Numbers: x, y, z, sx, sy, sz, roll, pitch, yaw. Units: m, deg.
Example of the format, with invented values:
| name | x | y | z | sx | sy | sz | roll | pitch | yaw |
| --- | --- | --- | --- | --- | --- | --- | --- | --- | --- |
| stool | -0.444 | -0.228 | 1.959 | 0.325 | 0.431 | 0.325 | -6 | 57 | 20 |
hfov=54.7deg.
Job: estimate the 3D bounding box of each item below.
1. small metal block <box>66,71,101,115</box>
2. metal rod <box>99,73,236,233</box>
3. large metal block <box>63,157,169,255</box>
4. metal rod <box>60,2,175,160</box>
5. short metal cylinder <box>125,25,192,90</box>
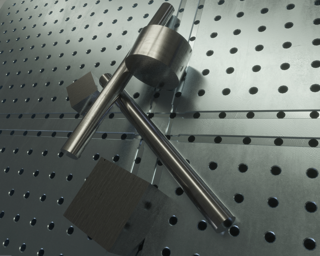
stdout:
| name | x | y | z | sx | sy | sz | roll | pitch | yaw |
| --- | --- | --- | --- | --- | --- | --- | --- | --- | --- |
| small metal block | -0.121 | -0.057 | 0.507 | 0.050 | 0.025 | 0.050 | -32 | 52 | 7 |
| metal rod | -0.010 | 0.010 | 0.407 | 0.025 | 0.025 | 0.300 | -41 | 51 | 0 |
| large metal block | -0.051 | 0.091 | 0.363 | 0.080 | 0.050 | 0.080 | 21 | 73 | 36 |
| metal rod | -0.051 | -0.085 | 0.459 | 0.025 | 0.025 | 0.300 | 10 | 58 | 32 |
| short metal cylinder | -0.001 | -0.097 | 0.433 | 0.080 | 0.080 | 0.050 | 11 | 68 | 33 |
